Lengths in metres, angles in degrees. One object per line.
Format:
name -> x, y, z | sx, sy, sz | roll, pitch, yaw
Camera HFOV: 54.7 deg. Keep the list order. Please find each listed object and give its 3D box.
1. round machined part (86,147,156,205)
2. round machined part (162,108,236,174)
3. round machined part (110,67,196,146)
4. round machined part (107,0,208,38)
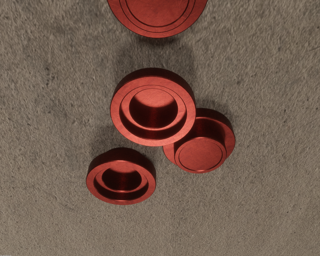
round machined part -> -0.055, 0.066, 0.452 | 0.099, 0.042, 0.097 | -1, 130, 0
round machined part -> 0.053, 0.024, 0.418 | 0.099, 0.042, 0.097 | -1, 130, 0
round machined part -> -0.007, -0.028, 0.369 | 0.099, 0.042, 0.097 | 1, 127, 2
round machined part -> -0.002, -0.129, 0.286 | 0.099, 0.042, 0.097 | -1, 130, 0
